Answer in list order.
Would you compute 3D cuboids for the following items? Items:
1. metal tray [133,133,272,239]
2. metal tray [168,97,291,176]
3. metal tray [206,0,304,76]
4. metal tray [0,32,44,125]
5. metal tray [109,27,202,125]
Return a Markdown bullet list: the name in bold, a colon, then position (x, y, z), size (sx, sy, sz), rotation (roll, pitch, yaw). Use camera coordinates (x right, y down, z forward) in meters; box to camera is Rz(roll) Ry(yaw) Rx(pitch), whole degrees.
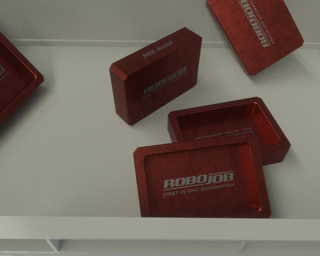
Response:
- **metal tray**: position (0.042, 0.058, 0.326), size (0.131, 0.030, 0.090), rotation (-7, 80, -7)
- **metal tray**: position (0.083, 0.010, 0.394), size (0.131, 0.030, 0.090), rotation (-10, 51, -9)
- **metal tray**: position (0.139, -0.155, 0.455), size (0.090, 0.130, 0.030), rotation (-32, 16, 10)
- **metal tray**: position (-0.229, -0.055, 0.406), size (0.030, 0.090, 0.130), rotation (-12, 38, 41)
- **metal tray**: position (-0.002, -0.070, 0.421), size (0.131, 0.089, 0.030), rotation (-34, 58, -25)
